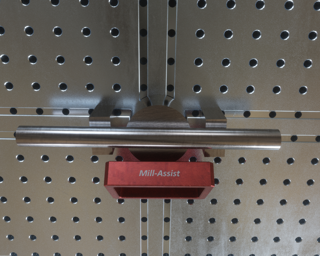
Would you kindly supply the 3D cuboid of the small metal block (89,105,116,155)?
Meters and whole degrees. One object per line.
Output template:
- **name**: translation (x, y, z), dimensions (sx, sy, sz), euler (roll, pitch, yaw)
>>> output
- **small metal block**: translation (-0.072, 0.001, 0.400), dimensions (0.025, 0.050, 0.050), euler (-1, 110, 0)

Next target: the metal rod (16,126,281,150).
- **metal rod**: translation (-0.013, 0.012, 0.364), dimensions (0.302, 0.025, 0.025), euler (1, 110, 0)

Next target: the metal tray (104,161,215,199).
- **metal tray**: translation (-0.001, 0.071, 0.407), dimensions (0.131, 0.090, 0.030), euler (0, 67, 0)

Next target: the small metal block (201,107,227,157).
- **small metal block**: translation (0.068, 0.004, 0.402), dimensions (0.025, 0.050, 0.050), euler (-1, 110, 0)

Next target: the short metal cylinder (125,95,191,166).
- **short metal cylinder**: translation (-0.002, 0.002, 0.400), dimensions (0.081, 0.050, 0.079), euler (0, 110, 0)
